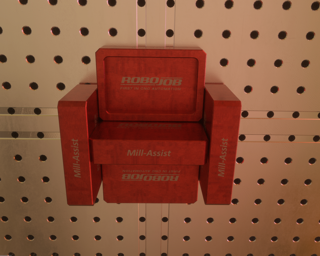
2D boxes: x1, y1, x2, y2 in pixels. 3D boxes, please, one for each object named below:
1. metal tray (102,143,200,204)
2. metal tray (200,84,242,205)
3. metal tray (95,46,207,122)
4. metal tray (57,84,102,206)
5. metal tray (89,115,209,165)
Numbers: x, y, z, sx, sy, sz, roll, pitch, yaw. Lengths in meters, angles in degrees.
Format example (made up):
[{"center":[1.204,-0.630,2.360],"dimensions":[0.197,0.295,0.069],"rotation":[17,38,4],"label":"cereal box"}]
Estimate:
[{"center":[-0.013,0.059,0.431],"dimensions":[0.131,0.030,0.089],"rotation":[1,110,-1],"label":"metal tray"},{"center":[0.069,0.018,0.386],"dimensions":[0.030,0.090,0.129],"rotation":[1,110,-1],"label":"metal tray"},{"center":[-0.011,-0.055,0.390],"dimensions":[0.131,0.030,0.089],"rotation":[1,110,-1],"label":"metal tray"},{"center":[-0.093,0.018,0.383],"dimensions":[0.030,0.090,0.129],"rotation":[1,110,-1],"label":"metal tray"},{"center":[-0.012,0.012,0.381],"dimensions":[0.131,0.090,0.030],"rotation":[1,110,-1],"label":"metal tray"}]
